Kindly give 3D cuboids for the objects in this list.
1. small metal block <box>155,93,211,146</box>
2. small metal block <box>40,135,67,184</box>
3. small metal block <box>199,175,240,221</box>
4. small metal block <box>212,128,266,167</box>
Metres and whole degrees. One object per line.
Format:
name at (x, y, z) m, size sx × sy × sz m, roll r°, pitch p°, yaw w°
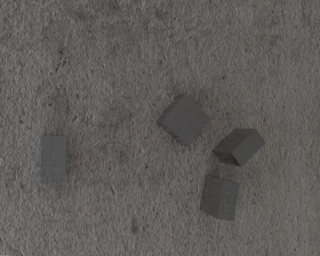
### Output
small metal block at (0.031, -0.011, 0.420) m, size 0.050 × 0.025 × 0.050 m, roll 42°, pitch 77°, yaw -15°
small metal block at (-0.121, 0.033, 0.351) m, size 0.025 × 0.050 × 0.050 m, roll 2°, pitch 90°, yaw -20°
small metal block at (0.081, 0.095, 0.426) m, size 0.025 × 0.050 × 0.050 m, roll 12°, pitch 86°, yaw -20°
small metal block at (0.110, 0.026, 0.436) m, size 0.050 × 0.050 × 0.025 m, roll -40°, pitch 103°, yaw -15°
